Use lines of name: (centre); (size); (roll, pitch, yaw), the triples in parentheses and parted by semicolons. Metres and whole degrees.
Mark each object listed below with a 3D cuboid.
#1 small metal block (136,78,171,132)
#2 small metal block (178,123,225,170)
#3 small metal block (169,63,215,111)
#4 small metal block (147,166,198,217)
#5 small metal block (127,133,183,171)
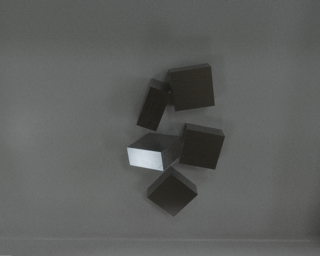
small metal block: (-0.008, -0.030, 0.387); (0.025, 0.050, 0.050); (19, 109, -7)
small metal block: (0.055, 0.025, 0.421); (0.050, 0.025, 0.050); (11, 110, -4)
small metal block: (0.040, -0.052, 0.392); (0.050, 0.025, 0.050); (-8, 110, 3)
small metal block: (0.018, 0.091, 0.445); (0.050, 0.025, 0.050); (39, 105, -13)
small metal block: (-0.006, 0.029, 0.398); (0.050, 0.050, 0.025); (6, 114, 32)
